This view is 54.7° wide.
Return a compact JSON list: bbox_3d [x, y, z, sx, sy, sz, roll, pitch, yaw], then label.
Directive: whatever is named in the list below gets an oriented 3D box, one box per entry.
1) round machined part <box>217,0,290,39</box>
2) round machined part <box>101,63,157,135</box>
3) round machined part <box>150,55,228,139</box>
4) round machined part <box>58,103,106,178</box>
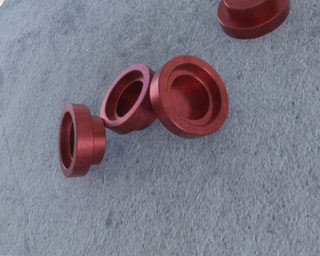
[{"bbox_3d":[0.128,-0.176,0.434,0.098,0.042,0.098,-13,56,21],"label":"round machined part"},{"bbox_3d":[-0.033,-0.035,0.420,0.098,0.042,0.098,-28,45,34],"label":"round machined part"},{"bbox_3d":[0.031,-0.034,0.373,0.042,0.098,0.098,-26,43,57],"label":"round machined part"},{"bbox_3d":[-0.104,0.016,0.417,0.098,0.042,0.097,-4,85,59],"label":"round machined part"}]
